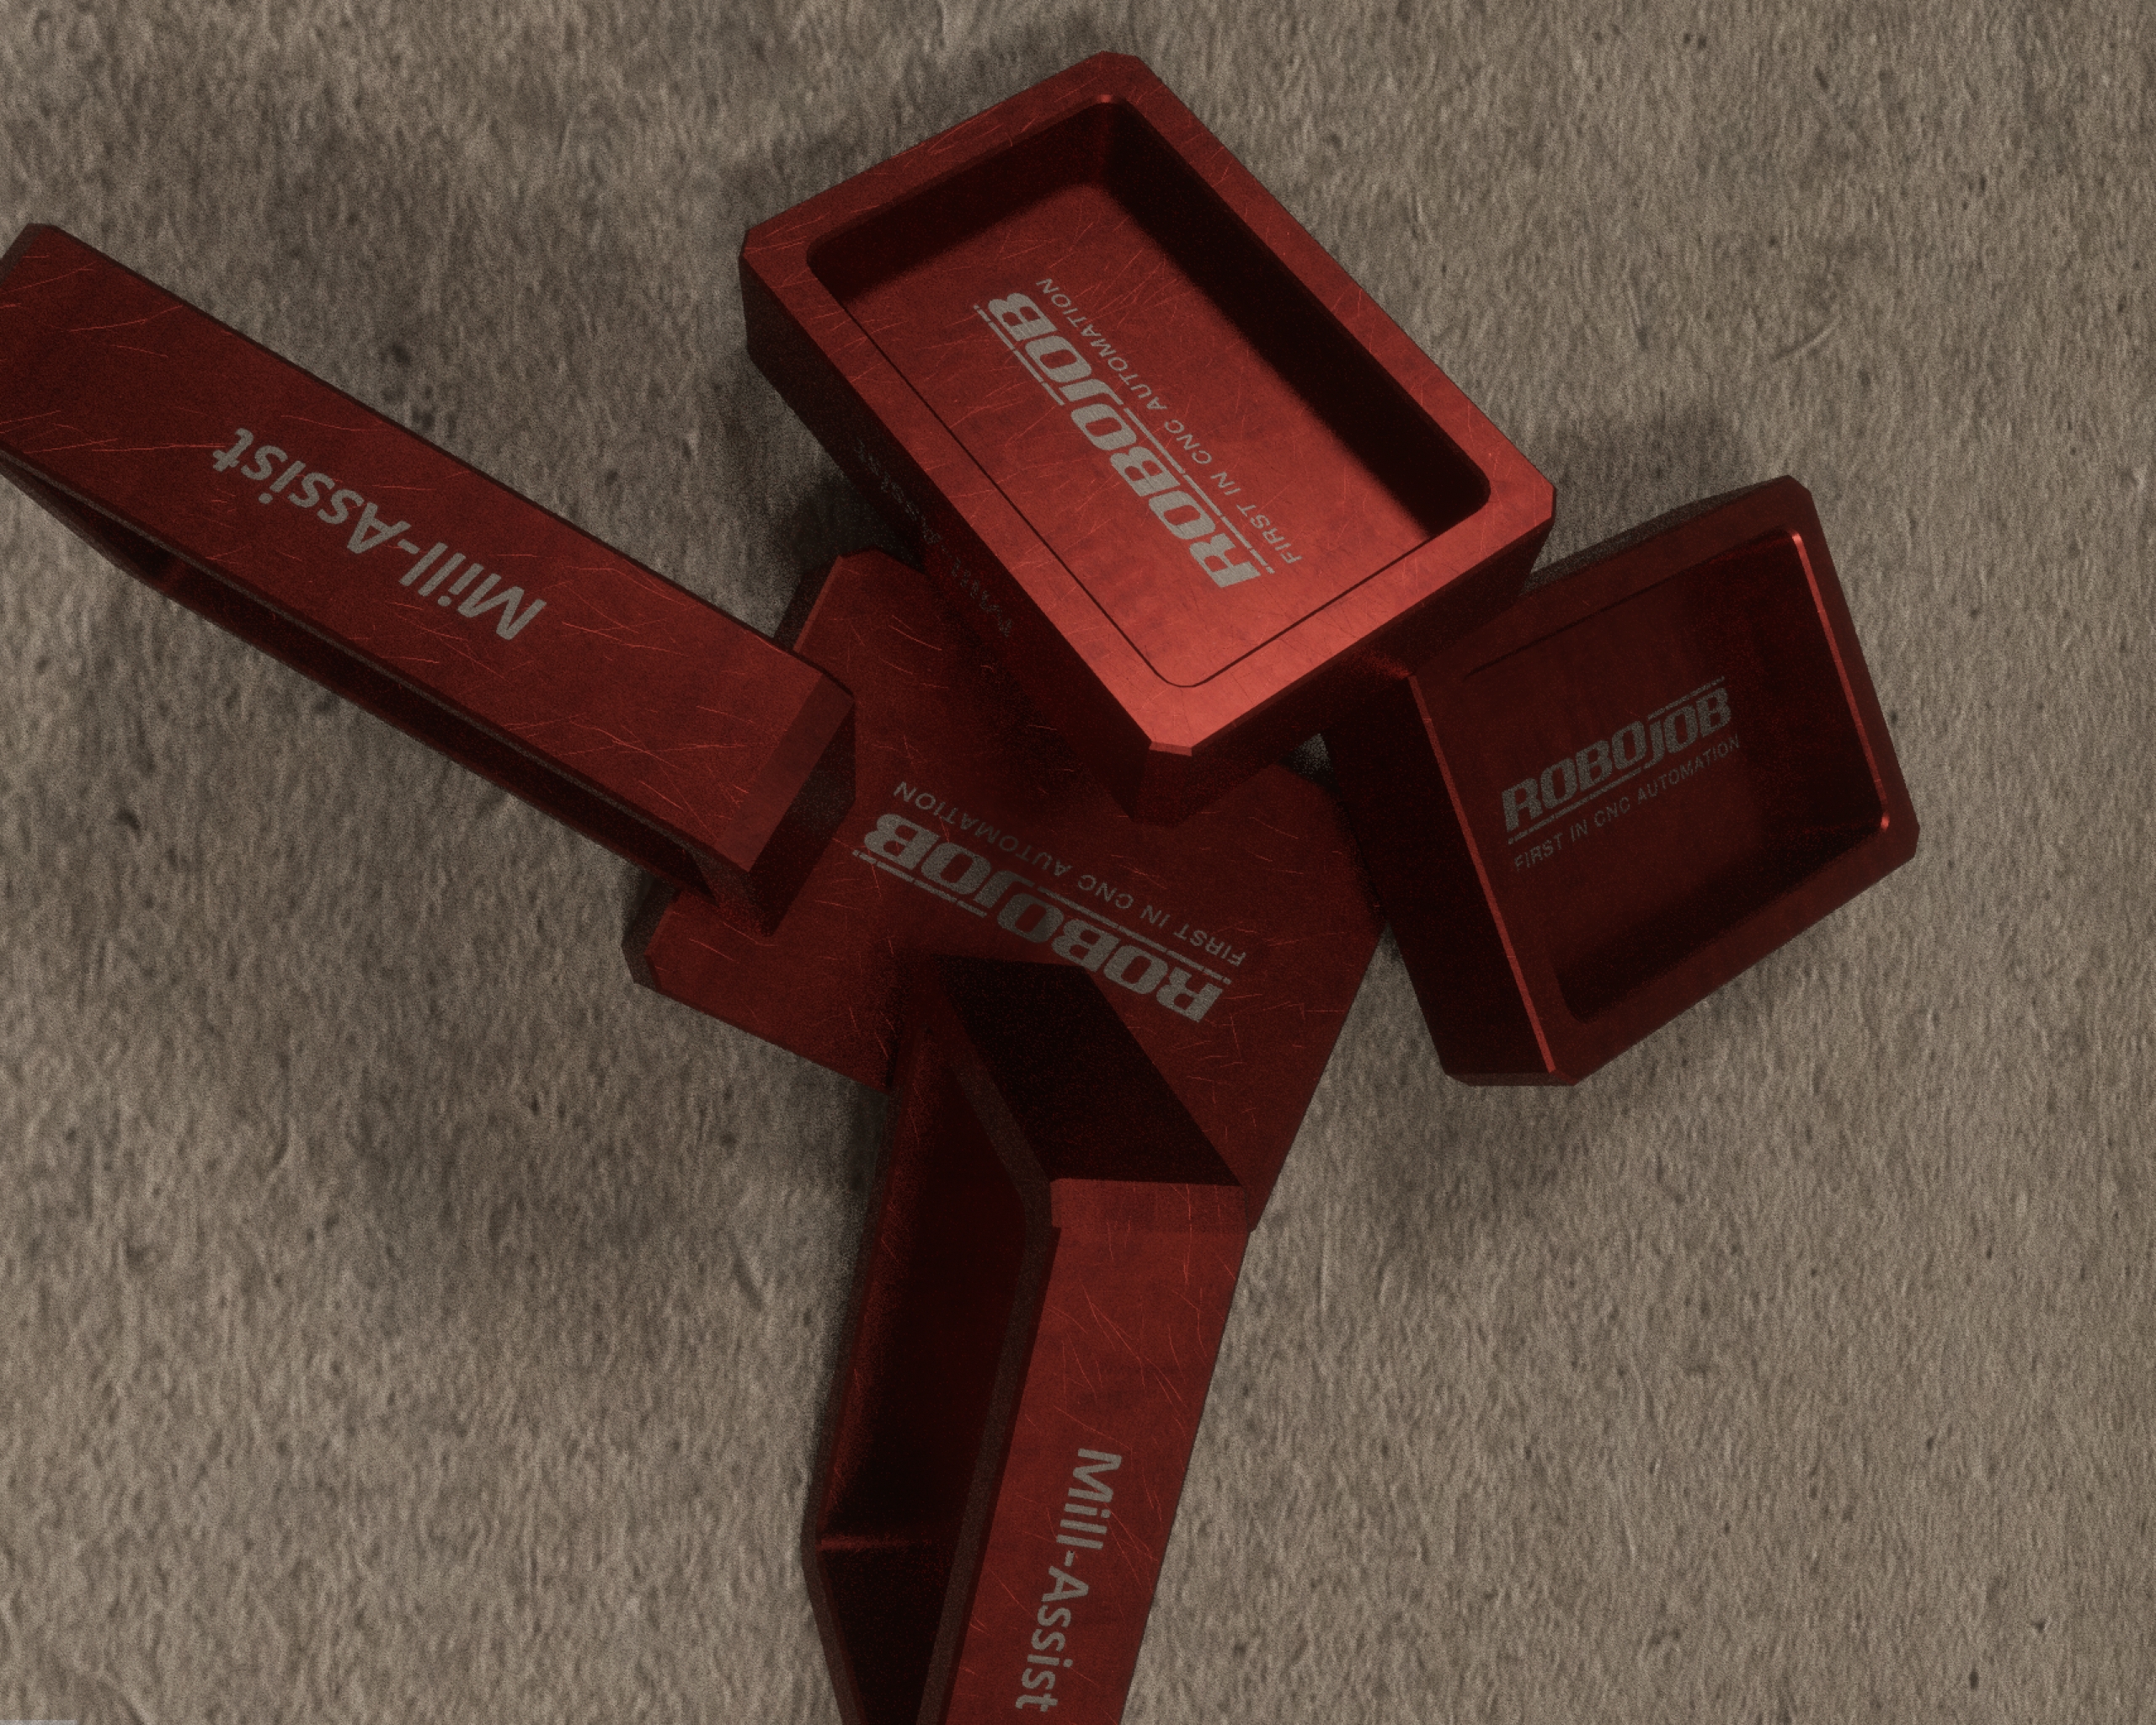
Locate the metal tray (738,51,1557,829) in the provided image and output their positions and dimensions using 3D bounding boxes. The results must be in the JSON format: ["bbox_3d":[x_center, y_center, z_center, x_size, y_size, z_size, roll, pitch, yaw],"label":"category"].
[{"bbox_3d":[0.011,-0.081,0.381,0.090,0.030,0.130,-33,72,-18],"label":"metal tray"}]

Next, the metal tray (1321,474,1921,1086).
[{"bbox_3d":[0.116,-0.020,0.435,0.131,0.030,0.090,-26,99,-33],"label":"metal tray"}]

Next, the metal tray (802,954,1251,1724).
[{"bbox_3d":[-0.014,0.091,0.351,0.030,0.090,0.129,6,109,-20],"label":"metal tray"}]

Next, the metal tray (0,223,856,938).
[{"bbox_3d":[-0.098,-0.037,0.323,0.130,0.090,0.030,30,80,-1],"label":"metal tray"}]

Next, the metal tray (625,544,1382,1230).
[{"bbox_3d":[-0.009,0.008,0.405,0.131,0.030,0.090,27,81,-19],"label":"metal tray"}]
